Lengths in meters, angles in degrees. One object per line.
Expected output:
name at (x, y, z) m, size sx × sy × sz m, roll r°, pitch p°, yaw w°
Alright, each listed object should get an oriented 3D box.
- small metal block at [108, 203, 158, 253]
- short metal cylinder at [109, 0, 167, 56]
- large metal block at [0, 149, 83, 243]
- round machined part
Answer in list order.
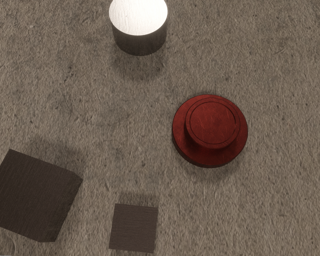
small metal block at (-0.030, 0.118, 0.365) m, size 0.050 × 0.025 × 0.050 m, roll 6°, pitch 70°, yaw 1°
short metal cylinder at (-0.030, -0.153, 0.450) m, size 0.081 × 0.050 × 0.080 m, roll 0°, pitch 70°, yaw 0°
large metal block at (-0.150, 0.080, 0.364) m, size 0.080 × 0.050 × 0.080 m, roll 19°, pitch 71°, yaw 6°
round machined part at (0.065, 0.000, 0.400) m, size 0.099 × 0.042 × 0.098 m, roll 0°, pitch 70°, yaw -1°
